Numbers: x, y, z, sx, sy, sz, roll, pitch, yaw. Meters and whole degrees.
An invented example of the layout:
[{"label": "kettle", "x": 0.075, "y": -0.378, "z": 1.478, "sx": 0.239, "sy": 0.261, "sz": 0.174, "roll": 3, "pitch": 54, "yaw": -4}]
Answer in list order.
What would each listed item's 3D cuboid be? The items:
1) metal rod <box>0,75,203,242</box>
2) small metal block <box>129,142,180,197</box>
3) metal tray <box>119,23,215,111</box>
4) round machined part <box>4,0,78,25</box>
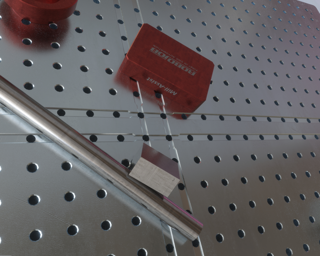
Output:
[{"label": "metal rod", "x": -0.078, "y": 0.030, "z": 0.348, "sx": 0.301, "sy": 0.025, "sz": 0.025, "roll": 37, "pitch": 51, "yaw": -4}, {"label": "small metal block", "x": -0.006, "y": 0.047, "z": 0.361, "sx": 0.050, "sy": 0.025, "sz": 0.050, "roll": 32, "pitch": 13, "yaw": -8}, {"label": "metal tray", "x": 0.015, "y": -0.093, "z": 0.472, "sx": 0.131, "sy": 0.030, "sz": 0.090, "roll": 28, "pitch": 52, "yaw": -11}, {"label": "round machined part", "x": -0.164, "y": -0.181, "z": 0.420, "sx": 0.099, "sy": 0.042, "sz": 0.098, "roll": 14, "pitch": 56, "yaw": -21}]
